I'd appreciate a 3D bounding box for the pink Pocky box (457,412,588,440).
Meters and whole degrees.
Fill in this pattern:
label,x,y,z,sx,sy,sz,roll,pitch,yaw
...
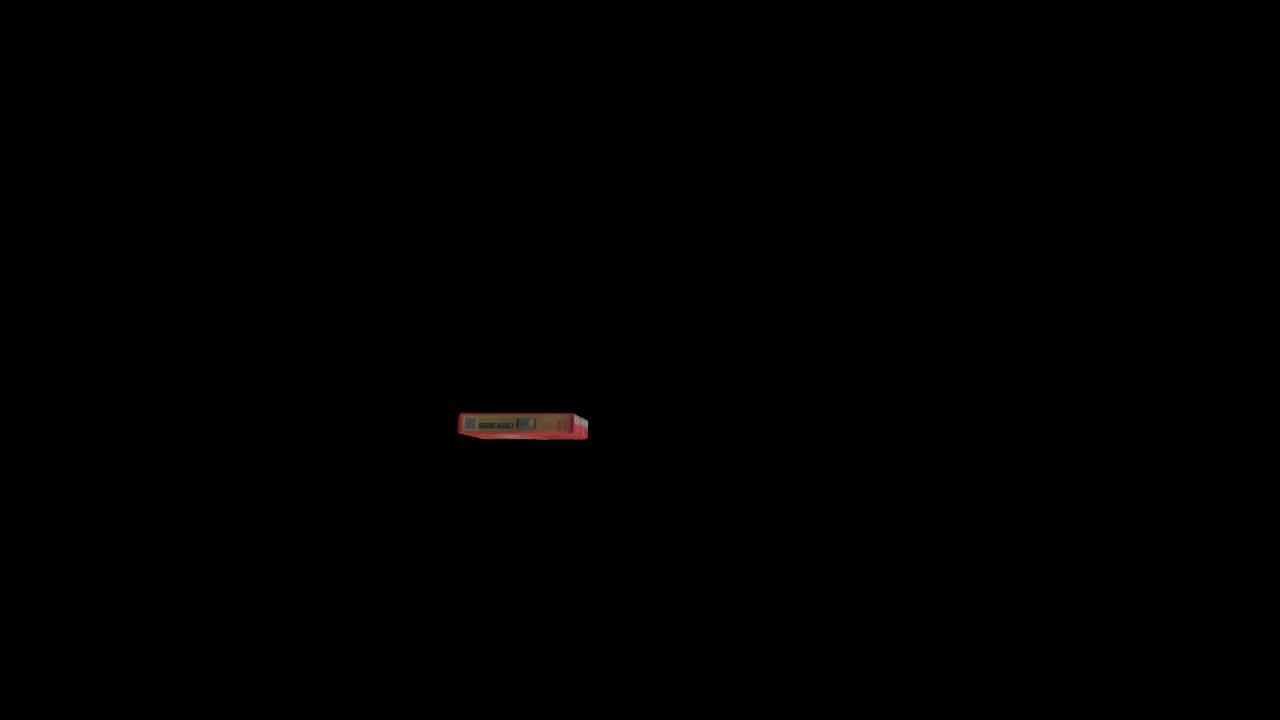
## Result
label,x,y,z,sx,sy,sz,roll,pitch,yaw
pink Pocky box,-0.152,0.089,0.816,0.155,0.029,0.084,-1,-13,8
